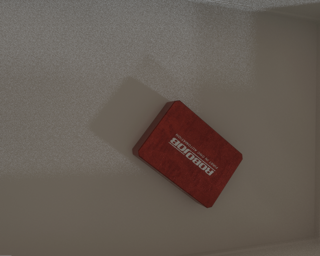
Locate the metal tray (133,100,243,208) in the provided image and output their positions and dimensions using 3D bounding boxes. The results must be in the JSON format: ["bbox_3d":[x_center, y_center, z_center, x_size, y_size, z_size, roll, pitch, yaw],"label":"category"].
[{"bbox_3d":[0.040,0.036,0.422,0.130,0.030,0.090,39,78,-16],"label":"metal tray"}]
